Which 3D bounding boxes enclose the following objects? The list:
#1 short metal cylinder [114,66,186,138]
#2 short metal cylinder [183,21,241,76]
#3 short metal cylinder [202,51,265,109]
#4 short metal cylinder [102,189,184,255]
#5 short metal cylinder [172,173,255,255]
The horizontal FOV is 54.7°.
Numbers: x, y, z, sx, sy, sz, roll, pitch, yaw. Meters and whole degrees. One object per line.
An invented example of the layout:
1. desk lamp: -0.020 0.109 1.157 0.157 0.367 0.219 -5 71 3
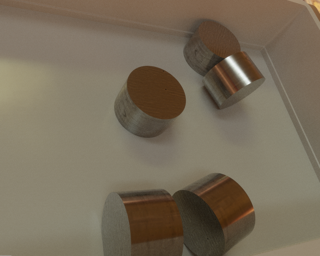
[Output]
1. short metal cylinder: -0.014 -0.034 0.404 0.081 0.050 0.080 14 56 -21
2. short metal cylinder: 0.086 -0.131 0.518 0.081 0.050 0.080 14 56 -21
3. short metal cylinder: 0.113 -0.072 0.478 0.081 0.080 0.050 -21 73 -36
4. short metal cylinder: -0.020 0.101 0.299 0.050 0.080 0.080 2 61 -28
5. short metal cylinder: 0.056 0.096 0.344 0.050 0.080 0.080 -20 73 -36
